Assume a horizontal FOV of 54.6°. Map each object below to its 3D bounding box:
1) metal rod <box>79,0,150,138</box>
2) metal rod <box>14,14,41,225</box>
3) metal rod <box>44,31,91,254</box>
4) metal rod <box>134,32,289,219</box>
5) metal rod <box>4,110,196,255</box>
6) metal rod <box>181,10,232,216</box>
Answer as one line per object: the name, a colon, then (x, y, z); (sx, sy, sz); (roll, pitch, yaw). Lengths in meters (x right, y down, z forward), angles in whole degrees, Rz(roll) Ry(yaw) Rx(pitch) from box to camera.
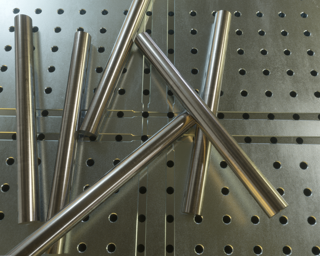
metal rod: (-0.052, -0.127, 0.457); (0.025, 0.025, 0.300); (16, 71, 6)
metal rod: (-0.182, -0.026, 0.420); (0.025, 0.025, 0.299); (-9, 70, -3)
metal rod: (-0.119, 0.004, 0.409); (0.025, 0.025, 0.299); (2, 70, 1)
metal rod: (0.050, -0.022, 0.394); (0.025, 0.025, 0.299); (-30, 63, -10)
metal rod: (-0.070, 0.074, 0.365); (0.301, 0.025, 0.025); (-39, 75, -20)
metal rod: (0.068, -0.034, 0.424); (0.025, 0.025, 0.299); (11, 70, 4)
